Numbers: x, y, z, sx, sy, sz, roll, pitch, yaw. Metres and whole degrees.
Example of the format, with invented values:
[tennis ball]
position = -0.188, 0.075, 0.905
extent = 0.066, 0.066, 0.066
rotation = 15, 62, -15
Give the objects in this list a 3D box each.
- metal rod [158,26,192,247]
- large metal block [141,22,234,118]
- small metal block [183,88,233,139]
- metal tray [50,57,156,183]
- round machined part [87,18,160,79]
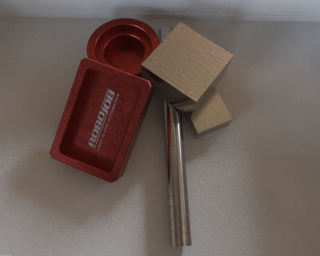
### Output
[metal rod]
position = 0.017, -0.003, 0.410
extent = 0.025, 0.025, 0.299
rotation = -2, 70, -1
[large metal block]
position = 0.033, -0.074, 0.396
extent = 0.080, 0.050, 0.080
rotation = 36, 72, 10
[small metal block]
position = 0.062, -0.020, 0.418
extent = 0.050, 0.025, 0.050
rotation = -22, 72, -9
[metal tray]
position = -0.070, -0.010, 0.381
extent = 0.090, 0.030, 0.129
rotation = 22, 97, 7
[round machined part]
position = -0.049, -0.102, 0.436
extent = 0.099, 0.042, 0.098
rotation = 0, 68, 1
